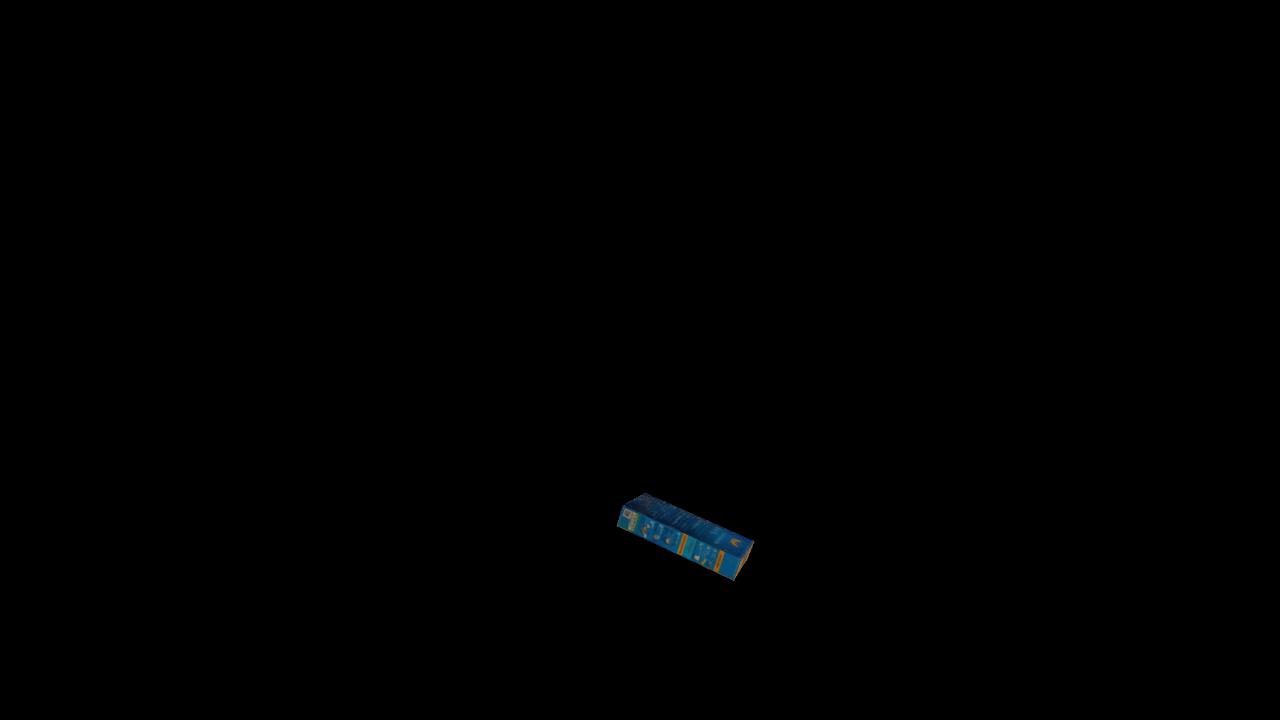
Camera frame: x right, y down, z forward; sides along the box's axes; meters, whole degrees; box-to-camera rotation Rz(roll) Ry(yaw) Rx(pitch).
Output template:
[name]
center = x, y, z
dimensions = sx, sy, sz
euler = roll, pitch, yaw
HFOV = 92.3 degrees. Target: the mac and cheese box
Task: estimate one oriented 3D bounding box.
[mac and cheese box]
center = 0.068, 0.255, 0.905
dimensions = 0.184, 0.041, 0.093
euler = 20, 6, 20
